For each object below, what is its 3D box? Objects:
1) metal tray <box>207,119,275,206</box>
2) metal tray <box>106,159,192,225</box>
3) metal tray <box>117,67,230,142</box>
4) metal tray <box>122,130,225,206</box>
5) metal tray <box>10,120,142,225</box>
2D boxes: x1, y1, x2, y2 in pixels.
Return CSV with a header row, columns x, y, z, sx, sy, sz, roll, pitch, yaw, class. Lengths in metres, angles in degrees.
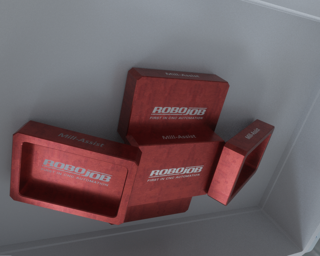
x,y,z,sx,sy,sz,roll,pitch,yaw,class
0.122,0.047,0.458,0.131,0.030,0.089,-25,135,-51,metal tray
-0.011,0.088,0.450,0.131,0.030,0.089,-1,119,-29,metal tray
0.018,-0.025,0.396,0.131,0.030,0.089,-1,119,-29,metal tray
0.015,0.050,0.403,0.131,0.030,0.089,-2,119,-28,metal tray
-0.094,0.051,0.344,0.131,0.030,0.089,14,115,-3,metal tray
